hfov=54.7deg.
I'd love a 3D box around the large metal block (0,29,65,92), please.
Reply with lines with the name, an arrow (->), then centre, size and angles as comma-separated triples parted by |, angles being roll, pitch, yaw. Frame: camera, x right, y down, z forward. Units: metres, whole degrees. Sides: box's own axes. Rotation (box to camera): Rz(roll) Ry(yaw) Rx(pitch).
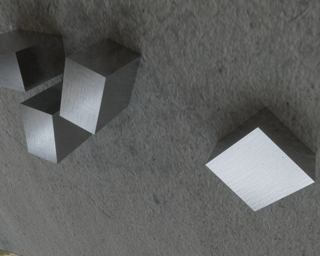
large metal block -> -0.184, -0.092, 0.409 | 0.080, 0.080, 0.050 | 13, 124, 21

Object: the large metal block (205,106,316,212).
large metal block -> 0.114, 0.036, 0.353 | 0.080, 0.050, 0.080 | 44, 129, -3

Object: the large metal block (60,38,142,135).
large metal block -> -0.071, -0.052, 0.375 | 0.050, 0.080, 0.079 | 28, 128, 10

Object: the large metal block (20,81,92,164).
large metal block -> -0.142, -0.010, 0.438 | 0.050, 0.080, 0.079 | 19, 126, 17
